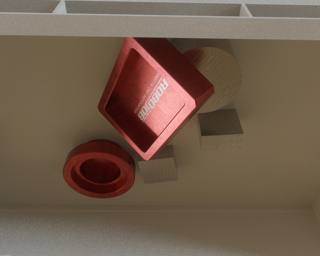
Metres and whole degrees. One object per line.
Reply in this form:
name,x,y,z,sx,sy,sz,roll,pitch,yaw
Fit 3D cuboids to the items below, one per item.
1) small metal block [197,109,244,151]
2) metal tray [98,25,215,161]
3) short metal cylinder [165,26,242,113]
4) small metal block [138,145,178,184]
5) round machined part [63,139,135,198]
small metal block,0.075,0.002,0.395,0.050,0.050,0.025,-3,130,2
metal tray,-0.012,-0.029,0.326,0.090,0.030,0.129,46,143,6
short metal cylinder,0.044,-0.063,0.340,0.081,0.050,0.079,0,130,0
small metal block,-0.002,0.054,0.455,0.050,0.025,0.050,-7,130,6
round machined part,-0.084,0.054,0.443,0.099,0.042,0.097,-1,130,0
